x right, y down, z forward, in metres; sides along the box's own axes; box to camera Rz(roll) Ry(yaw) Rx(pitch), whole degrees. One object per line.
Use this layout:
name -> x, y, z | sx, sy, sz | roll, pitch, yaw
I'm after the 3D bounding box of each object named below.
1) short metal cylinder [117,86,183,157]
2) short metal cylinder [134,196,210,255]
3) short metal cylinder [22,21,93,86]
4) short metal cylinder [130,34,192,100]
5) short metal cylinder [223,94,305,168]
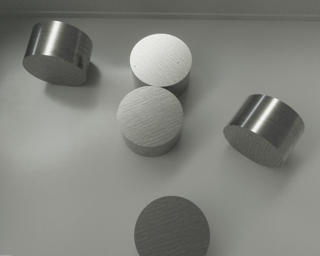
short metal cylinder -> -0.012, -0.007, 0.399 | 0.081, 0.050, 0.080 | 0, 70, 0
short metal cylinder -> 0.013, 0.121, 0.352 | 0.081, 0.050, 0.080 | 0, 70, 0
short metal cylinder -> -0.135, -0.097, 0.415 | 0.080, 0.080, 0.050 | 6, 70, 2
short metal cylinder -> 0.001, -0.081, 0.426 | 0.081, 0.050, 0.080 | 0, 70, 0
short metal cylinder -> 0.126, 0.004, 0.380 | 0.080, 0.080, 0.050 | 35, 74, 12
